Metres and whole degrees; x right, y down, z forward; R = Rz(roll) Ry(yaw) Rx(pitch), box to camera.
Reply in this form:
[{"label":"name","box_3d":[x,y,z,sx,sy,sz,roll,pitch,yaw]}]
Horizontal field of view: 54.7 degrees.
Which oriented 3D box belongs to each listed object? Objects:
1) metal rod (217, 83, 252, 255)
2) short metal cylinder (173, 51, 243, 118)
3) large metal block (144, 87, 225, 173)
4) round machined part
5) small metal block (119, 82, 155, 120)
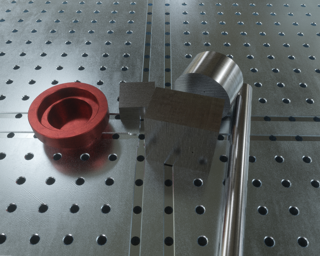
[{"label":"metal rod","box_3d":[0.090,0.055,0.362,0.025,0.025,0.300,10,51,8]},{"label":"short metal cylinder","box_3d":[0.065,-0.056,0.420,0.080,0.080,0.050,22,54,17]},{"label":"large metal block","box_3d":[0.028,0.004,0.369,0.080,0.080,0.050,11,51,9]},{"label":"round machined part","box_3d":[-0.116,-0.012,0.405,0.099,0.042,0.098,0,50,0]},{"label":"small metal block","box_3d":[-0.031,-0.039,0.440,0.050,0.025,0.050,-2,50,-2]}]
